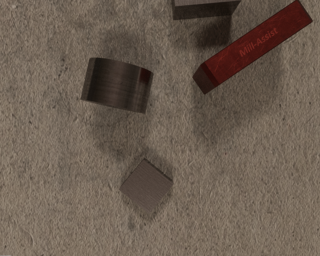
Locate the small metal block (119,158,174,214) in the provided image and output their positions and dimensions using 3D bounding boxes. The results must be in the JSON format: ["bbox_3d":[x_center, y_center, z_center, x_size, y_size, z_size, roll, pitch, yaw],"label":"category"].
[{"bbox_3d":[-0.018,0.075,0.410,0.050,0.025,0.050,39,90,-1],"label":"small metal block"}]

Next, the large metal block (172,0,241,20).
[{"bbox_3d":[0.054,-0.190,0.398,0.081,0.050,0.079,-5,90,-1],"label":"large metal block"}]

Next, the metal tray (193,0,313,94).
[{"bbox_3d":[0.106,-0.093,0.378,0.130,0.090,0.030,-34,90,0],"label":"metal tray"}]

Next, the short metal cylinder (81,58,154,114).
[{"bbox_3d":[-0.052,-0.050,0.382,0.080,0.080,0.050,12,90,-1],"label":"short metal cylinder"}]
